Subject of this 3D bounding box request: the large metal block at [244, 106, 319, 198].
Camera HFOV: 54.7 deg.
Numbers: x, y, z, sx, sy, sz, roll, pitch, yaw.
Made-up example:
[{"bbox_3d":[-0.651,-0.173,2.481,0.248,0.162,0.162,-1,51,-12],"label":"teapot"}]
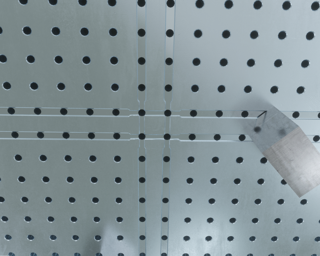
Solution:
[{"bbox_3d":[0.161,0.027,0.397,0.050,0.080,0.080,-39,106,13],"label":"large metal block"}]
